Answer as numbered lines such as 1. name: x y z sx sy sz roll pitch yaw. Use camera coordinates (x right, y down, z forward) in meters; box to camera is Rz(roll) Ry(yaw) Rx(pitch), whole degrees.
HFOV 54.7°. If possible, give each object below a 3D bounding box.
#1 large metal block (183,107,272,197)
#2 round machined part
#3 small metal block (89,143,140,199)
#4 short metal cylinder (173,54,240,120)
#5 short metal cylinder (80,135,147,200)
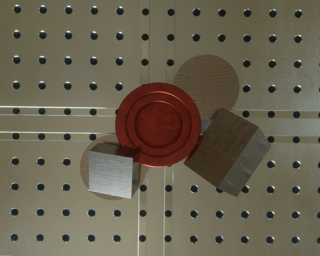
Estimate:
1. large metal block: 0.086 0.032 0.380 0.050 0.080 0.080 34 90 34
2. round machined part: -0.002 -0.004 0.375 0.099 0.042 0.097 0 90 0
3. small metal block: -0.051 0.048 0.350 0.050 0.025 0.050 8 110 12
4. short metal cylinder: 0.056 -0.050 0.401 0.081 0.050 0.079 0 90 0
5. short metal cylinder: -0.057 0.048 0.400 0.081 0.050 0.079 0 90 0
